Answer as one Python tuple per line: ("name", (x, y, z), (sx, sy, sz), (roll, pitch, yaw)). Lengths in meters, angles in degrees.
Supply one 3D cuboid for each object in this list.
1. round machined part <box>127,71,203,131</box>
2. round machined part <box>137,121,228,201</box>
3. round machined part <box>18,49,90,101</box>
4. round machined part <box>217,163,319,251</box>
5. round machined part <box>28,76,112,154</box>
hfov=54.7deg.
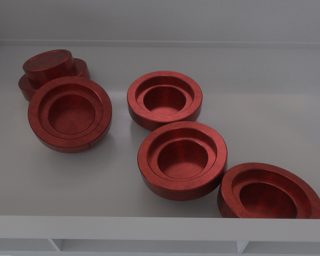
("round machined part", (0.006, -0.030, 0.419), (0.099, 0.042, 0.098), (0, 49, 0))
("round machined part", (0.027, 0.041, 0.353), (0.098, 0.042, 0.098), (-6, 45, 6))
("round machined part", (-0.154, -0.079, 0.443), (0.098, 0.042, 0.098), (-8, 36, 6))
("round machined part", (0.106, 0.082, 0.314), (0.099, 0.042, 0.098), (5, 33, -3))
("round machined part", (-0.110, -0.013, 0.393), (0.099, 0.042, 0.098), (3, 66, -8))
